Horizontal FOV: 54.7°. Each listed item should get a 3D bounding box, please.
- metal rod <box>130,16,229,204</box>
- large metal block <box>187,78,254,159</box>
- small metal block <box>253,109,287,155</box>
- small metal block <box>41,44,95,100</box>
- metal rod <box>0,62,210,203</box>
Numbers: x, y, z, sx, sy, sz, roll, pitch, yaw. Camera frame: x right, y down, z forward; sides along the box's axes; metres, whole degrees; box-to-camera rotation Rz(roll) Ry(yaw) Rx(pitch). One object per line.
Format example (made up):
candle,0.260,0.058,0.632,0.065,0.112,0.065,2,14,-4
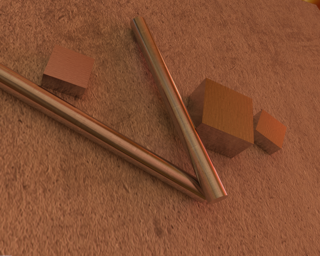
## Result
metal rod,0.016,-0.042,0.421,0.025,0.025,0.299,-5,59,-31
large metal block,0.084,-0.013,0.443,0.080,0.050,0.080,22,54,-16
small metal block,0.170,0.006,0.494,0.050,0.025,0.050,36,51,-5
small metal block,-0.114,-0.070,0.386,0.050,0.025,0.050,19,54,-18
metal rod,-0.072,0.005,0.362,0.301,0.025,0.025,31,52,-9
